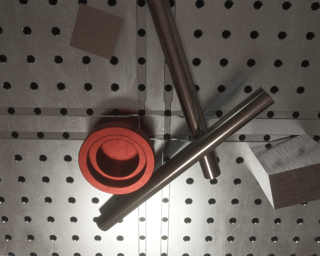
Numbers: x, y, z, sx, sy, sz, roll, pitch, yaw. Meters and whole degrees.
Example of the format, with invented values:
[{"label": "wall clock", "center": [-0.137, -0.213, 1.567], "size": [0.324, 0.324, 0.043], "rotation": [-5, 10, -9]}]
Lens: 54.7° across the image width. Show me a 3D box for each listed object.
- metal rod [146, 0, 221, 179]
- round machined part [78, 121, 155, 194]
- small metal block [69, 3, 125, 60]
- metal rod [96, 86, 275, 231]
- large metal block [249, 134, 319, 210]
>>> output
[{"label": "metal rod", "center": [0.026, -0.067, 0.389], "size": [0.025, 0.025, 0.298], "rotation": [-18, 109, 6]}, {"label": "round machined part", "center": [-0.055, 0.037, 0.417], "size": [0.099, 0.042, 0.097], "rotation": [0, 110, -1]}, {"label": "small metal block", "center": [-0.074, -0.115, 0.370], "size": [0.050, 0.025, 0.050], "rotation": [18, 109, -7]}, {"label": "metal rod", "center": [0.019, 0.053, 0.412], "size": [0.299, 0.025, 0.025], "rotation": [-41, 106, 21]}, {"label": "large metal block", "center": [0.173, 0.054, 0.407], "size": [0.080, 0.080, 0.050], "rotation": [-15, 110, 5]}]
